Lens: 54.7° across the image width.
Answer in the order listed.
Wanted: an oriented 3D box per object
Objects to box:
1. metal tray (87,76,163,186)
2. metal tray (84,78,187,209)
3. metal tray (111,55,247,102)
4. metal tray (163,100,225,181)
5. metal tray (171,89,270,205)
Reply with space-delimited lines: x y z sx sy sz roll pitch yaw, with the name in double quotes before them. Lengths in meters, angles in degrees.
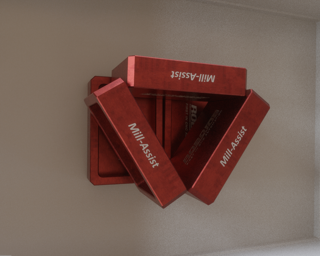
"metal tray" -0.044 0.003 0.391 0.091 0.030 0.129 0 89 -20
"metal tray" -0.030 0.016 0.331 0.030 0.090 0.130 -33 101 -16
"metal tray" 0.018 -0.051 0.348 0.131 0.090 0.030 2 90 -20
"metal tray" 0.043 0.005 0.422 0.091 0.030 0.129 1 89 -20
"metal tray" 0.061 0.018 0.364 0.030 0.090 0.130 37 79 -16
